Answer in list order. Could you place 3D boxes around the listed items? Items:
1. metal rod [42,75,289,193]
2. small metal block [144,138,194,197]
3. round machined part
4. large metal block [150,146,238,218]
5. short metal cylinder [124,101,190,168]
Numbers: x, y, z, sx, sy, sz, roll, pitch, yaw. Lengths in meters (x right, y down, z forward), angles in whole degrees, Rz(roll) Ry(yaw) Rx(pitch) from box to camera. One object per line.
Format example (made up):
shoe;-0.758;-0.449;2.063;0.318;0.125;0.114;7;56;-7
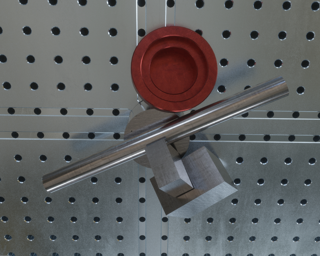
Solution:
metal rod;0.000;0.011;0.363;0.301;0.025;0.025;-23;109;7
small metal block;0.011;0.046;0.352;0.025;0.050;0.050;-28;150;9
round machined part;0.015;-0.066;0.368;0.099;0.042;0.097;0;88;-6
large metal block;0.046;0.074;0.404;0.080;0.050;0.080;-33;152;11
short metal cylinder;-0.004;0.006;0.401;0.081;0.050;0.079;0;110;-1
